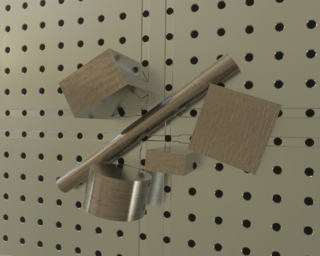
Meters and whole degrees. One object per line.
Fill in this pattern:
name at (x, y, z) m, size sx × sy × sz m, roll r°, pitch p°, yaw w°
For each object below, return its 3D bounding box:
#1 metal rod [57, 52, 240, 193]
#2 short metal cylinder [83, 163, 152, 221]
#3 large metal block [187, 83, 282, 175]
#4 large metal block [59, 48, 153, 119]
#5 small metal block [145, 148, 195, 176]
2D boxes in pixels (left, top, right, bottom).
metal rod at (-0.027, 0.001, 0.420) m, size 0.300 × 0.025 × 0.025 m, roll -36°, pitch 79°, yaw 16°
short metal cylinder at (-0.055, 0.081, 0.401) m, size 0.080 × 0.080 × 0.050 m, roll 12°, pitch 94°, yaw 19°
large metal block at (0.088, 0.000, 0.365) m, size 0.080 × 0.050 × 0.080 m, roll 20°, pitch 97°, yaw 18°
large metal block at (-0.068, -0.053, 0.407) m, size 0.080 × 0.080 × 0.050 m, roll -30°, pitch 81°, yaw 17°
small metal block at (0.014, 0.042, 0.394) m, size 0.050 × 0.050 × 0.025 m, roll 6°, pitch 92°, yaw 19°
